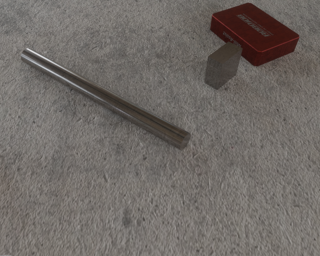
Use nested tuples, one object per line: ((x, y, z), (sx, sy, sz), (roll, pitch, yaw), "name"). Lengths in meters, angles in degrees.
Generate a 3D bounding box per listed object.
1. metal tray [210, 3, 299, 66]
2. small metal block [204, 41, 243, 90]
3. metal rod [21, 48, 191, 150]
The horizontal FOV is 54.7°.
((0.162, -0.167, 0.542), (0.091, 0.030, 0.130), (-24, 54, -19), "metal tray")
((0.095, -0.094, 0.466), (0.025, 0.050, 0.050), (36, 59, 26), "small metal block")
((-0.091, -0.050, 0.444), (0.300, 0.025, 0.025), (29, 56, 22), "metal rod")
